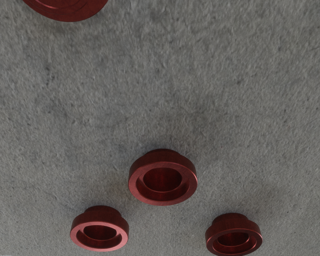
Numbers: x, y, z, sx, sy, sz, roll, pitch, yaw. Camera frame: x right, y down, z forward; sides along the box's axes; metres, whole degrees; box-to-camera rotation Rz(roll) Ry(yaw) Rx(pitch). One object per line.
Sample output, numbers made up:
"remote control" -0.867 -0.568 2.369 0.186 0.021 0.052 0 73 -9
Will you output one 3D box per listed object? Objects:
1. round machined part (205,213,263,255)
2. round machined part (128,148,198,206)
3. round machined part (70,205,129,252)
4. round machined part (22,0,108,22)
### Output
"round machined part" 0.131 0.190 0.560 0.099 0.042 0.097 -1 130 0
"round machined part" 0.004 0.068 0.454 0.099 0.042 0.097 -1 130 0
"round machined part" -0.103 0.172 0.542 0.099 0.042 0.097 -1 130 0
"round machined part" -0.090 -0.141 0.274 0.099 0.042 0.097 -1 130 0
